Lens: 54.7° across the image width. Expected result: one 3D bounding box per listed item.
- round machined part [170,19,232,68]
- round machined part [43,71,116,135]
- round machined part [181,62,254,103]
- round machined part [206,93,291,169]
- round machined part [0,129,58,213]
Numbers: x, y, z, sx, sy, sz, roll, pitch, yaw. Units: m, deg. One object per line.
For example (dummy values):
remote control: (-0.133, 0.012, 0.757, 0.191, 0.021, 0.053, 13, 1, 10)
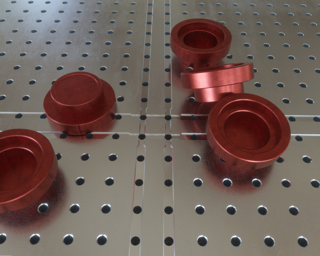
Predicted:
round machined part: (0.066, -0.136, 0.512, 0.099, 0.042, 0.098, 0, 50, 0)
round machined part: (-0.112, -0.041, 0.430, 0.099, 0.042, 0.098, 0, 50, 0)
round machined part: (0.080, -0.063, 0.430, 0.099, 0.042, 0.098, -9, 13, 2)
round machined part: (0.106, 0.007, 0.386, 0.099, 0.042, 0.098, 2, 58, -3)
round machined part: (-0.166, 0.051, 0.352, 0.099, 0.042, 0.098, 0, 50, 0)
